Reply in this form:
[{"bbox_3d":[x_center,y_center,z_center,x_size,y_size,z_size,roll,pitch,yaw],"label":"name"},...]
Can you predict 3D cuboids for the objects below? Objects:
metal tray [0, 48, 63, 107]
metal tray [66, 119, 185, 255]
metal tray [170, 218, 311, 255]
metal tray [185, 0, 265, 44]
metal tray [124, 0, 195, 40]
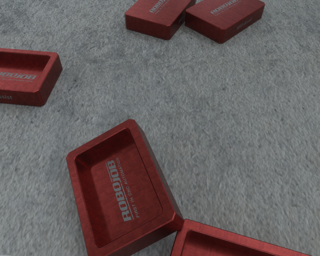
[{"bbox_3d":[-0.225,-0.079,0.463,0.131,0.030,0.090,5,50,4],"label":"metal tray"},{"bbox_3d":[-0.042,0.062,0.326,0.090,0.030,0.130,-29,53,3],"label":"metal tray"},{"bbox_3d":[0.070,0.145,0.278,0.131,0.030,0.090,14,51,11],"label":"metal tray"},{"bbox_3d":[0.122,-0.214,0.582,0.131,0.030,0.090,-37,60,-27],"label":"metal tray"},{"bbox_3d":[0.003,-0.223,0.587,0.090,0.030,0.130,21,53,16],"label":"metal tray"}]
